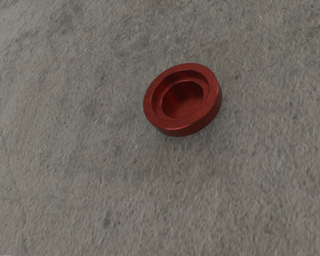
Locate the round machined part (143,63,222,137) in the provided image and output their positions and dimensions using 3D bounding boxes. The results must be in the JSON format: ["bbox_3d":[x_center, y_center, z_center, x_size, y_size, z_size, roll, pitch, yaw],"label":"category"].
[{"bbox_3d":[0.032,-0.032,0.395,0.098,0.042,0.098,-13,56,20],"label":"round machined part"}]
